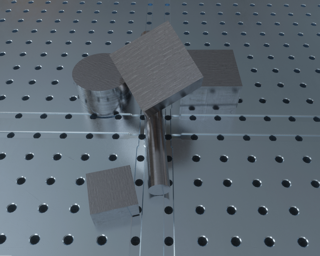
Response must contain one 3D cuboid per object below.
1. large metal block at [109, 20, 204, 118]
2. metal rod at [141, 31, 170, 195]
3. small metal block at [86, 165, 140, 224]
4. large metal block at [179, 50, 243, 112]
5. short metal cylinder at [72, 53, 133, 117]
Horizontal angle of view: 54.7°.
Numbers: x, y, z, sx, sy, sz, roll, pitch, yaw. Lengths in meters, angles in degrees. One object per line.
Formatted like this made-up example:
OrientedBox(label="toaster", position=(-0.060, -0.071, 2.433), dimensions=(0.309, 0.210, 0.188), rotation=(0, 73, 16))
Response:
OrientedBox(label="large metal block", position=(-0.003, -0.070, 0.384), dimensions=(0.080, 0.050, 0.080), rotation=(-30, 83, 1))
OrientedBox(label="metal rod", position=(-0.011, -0.045, 0.444), dimensions=(0.025, 0.025, 0.300), rotation=(-3, 50, -3))
OrientedBox(label="small metal block", position=(-0.053, 0.073, 0.345), dimensions=(0.050, 0.025, 0.050), rotation=(-10, 51, -9))
OrientedBox(label="large metal block", position=(0.068, -0.069, 0.450), dimensions=(0.081, 0.050, 0.080), rotation=(0, 50, -1))
OrientedBox(label="short metal cylinder", position=(-0.079, -0.062, 0.443), dimensions=(0.081, 0.050, 0.080), rotation=(0, 50, 0))
